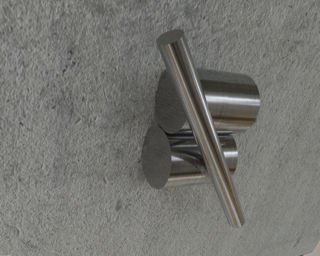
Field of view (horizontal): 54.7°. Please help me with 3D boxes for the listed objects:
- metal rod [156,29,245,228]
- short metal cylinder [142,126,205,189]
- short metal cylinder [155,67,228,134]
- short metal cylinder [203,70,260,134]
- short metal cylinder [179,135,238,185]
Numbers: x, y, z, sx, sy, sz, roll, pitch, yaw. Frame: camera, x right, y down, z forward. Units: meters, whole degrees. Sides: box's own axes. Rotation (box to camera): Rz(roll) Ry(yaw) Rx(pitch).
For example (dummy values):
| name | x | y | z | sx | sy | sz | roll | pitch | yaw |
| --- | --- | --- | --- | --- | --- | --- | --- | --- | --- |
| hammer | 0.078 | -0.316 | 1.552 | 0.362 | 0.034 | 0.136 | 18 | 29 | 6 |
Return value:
| name | x | y | z | sx | sy | sz | roll | pitch | yaw |
| --- | --- | --- | --- | --- | --- | --- | --- | --- | --- |
| metal rod | 0.060 | 0.028 | 0.355 | 0.025 | 0.025 | 0.299 | -32 | 129 | -8 |
| short metal cylinder | 0.016 | 0.038 | 0.405 | 0.050 | 0.080 | 0.079 | 1 | 118 | -29 |
| short metal cylinder | 0.035 | -0.033 | 0.372 | 0.050 | 0.080 | 0.079 | 1 | 118 | -29 |
| short metal cylinder | 0.079 | -0.032 | 0.396 | 0.050 | 0.080 | 0.079 | 1 | 118 | -29 |
| short metal cylinder | 0.061 | 0.037 | 0.429 | 0.050 | 0.080 | 0.079 | 1 | 118 | -29 |
